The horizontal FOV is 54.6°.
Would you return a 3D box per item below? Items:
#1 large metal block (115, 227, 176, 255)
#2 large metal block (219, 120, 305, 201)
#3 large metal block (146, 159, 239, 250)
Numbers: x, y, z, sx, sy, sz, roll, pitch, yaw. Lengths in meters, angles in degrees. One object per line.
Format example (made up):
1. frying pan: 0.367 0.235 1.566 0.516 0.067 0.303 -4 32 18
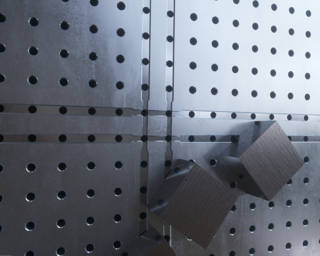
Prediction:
1. large metal block: -0.014 0.189 0.394 0.080 0.050 0.080 -34 101 -17
2. large metal block: 0.149 0.045 0.454 0.080 0.050 0.080 -41 103 -15
3. large metal block: 0.043 0.099 0.415 0.080 0.050 0.080 39 78 -16
